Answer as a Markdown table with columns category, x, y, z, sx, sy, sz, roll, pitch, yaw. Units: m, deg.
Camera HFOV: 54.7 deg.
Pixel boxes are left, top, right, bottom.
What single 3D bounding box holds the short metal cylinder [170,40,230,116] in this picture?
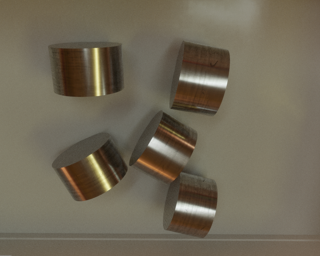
| category | x | y | z | sx | sy | sz | roll | pitch | yaw |
| --- | --- | --- | --- | --- | --- | --- | --- | --- | --- |
| short metal cylinder | 0.044 | -0.057 | 0.362 | 0.050 | 0.080 | 0.079 | 10 | 110 | -4 |

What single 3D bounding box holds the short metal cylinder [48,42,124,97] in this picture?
| category | x | y | z | sx | sy | sz | roll | pitch | yaw |
| --- | --- | --- | --- | --- | --- | --- | --- | --- | --- |
| short metal cylinder | -0.083 | -0.070 | 0.355 | 0.081 | 0.080 | 0.050 | -1 | 110 | 0 |

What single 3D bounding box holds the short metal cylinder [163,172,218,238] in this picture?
| category | x | y | z | sx | sy | sz | roll | pitch | yaw |
| --- | --- | --- | --- | --- | --- | --- | --- | --- | --- |
| short metal cylinder | 0.039 | 0.103 | 0.421 | 0.050 | 0.080 | 0.079 | 15 | 109 | -6 |

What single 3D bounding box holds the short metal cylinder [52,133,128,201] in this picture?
| category | x | y | z | sx | sy | sz | roll | pitch | yaw |
| --- | --- | --- | --- | --- | --- | --- | --- | --- | --- |
| short metal cylinder | -0.089 | 0.048 | 0.399 | 0.080 | 0.080 | 0.050 | -23 | 109 | 8 |

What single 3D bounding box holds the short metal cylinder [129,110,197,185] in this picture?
| category | x | y | z | sx | sy | sz | roll | pitch | yaw |
| --- | --- | --- | --- | --- | --- | --- | --- | --- | --- |
| short metal cylinder | 0.003 | 0.024 | 0.391 | 0.050 | 0.080 | 0.080 | 31 | 107 | -11 |
